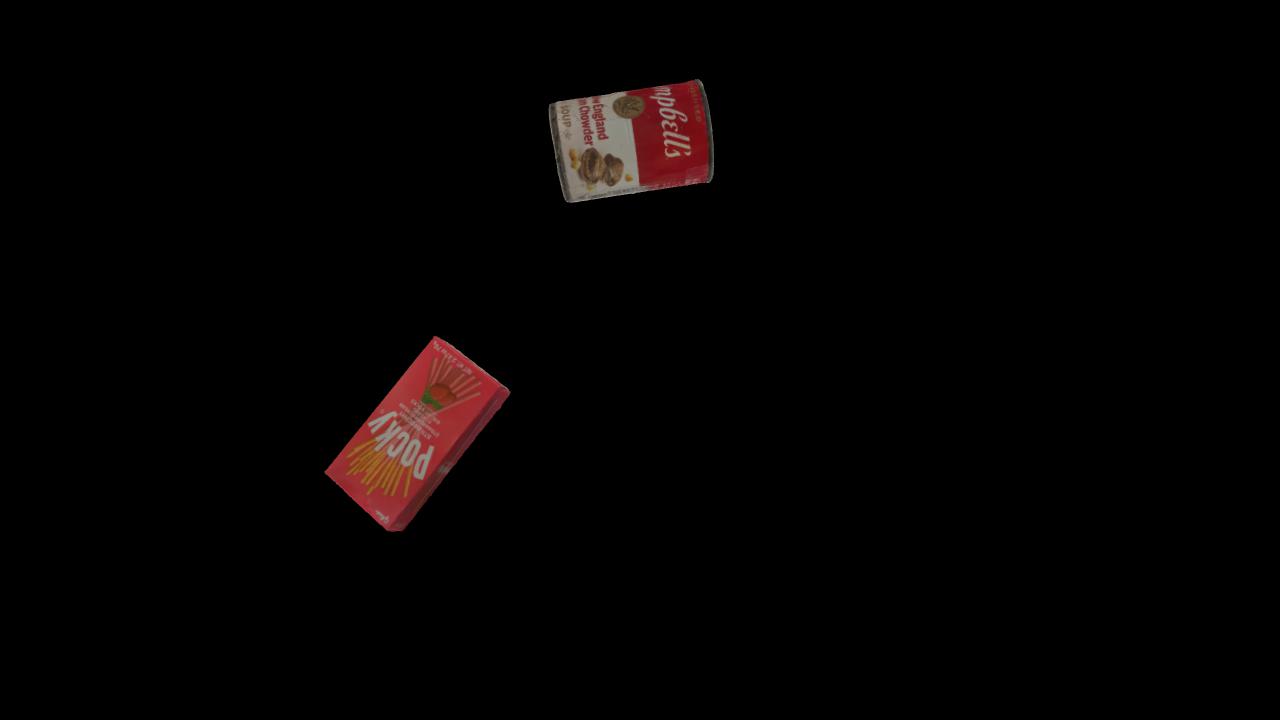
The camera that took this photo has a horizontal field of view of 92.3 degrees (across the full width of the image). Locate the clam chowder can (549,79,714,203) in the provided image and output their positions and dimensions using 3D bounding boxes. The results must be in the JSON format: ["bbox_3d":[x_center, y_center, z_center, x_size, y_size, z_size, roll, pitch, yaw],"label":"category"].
[{"bbox_3d":[-0.006,-0.148,0.420,0.102,0.068,0.068,-9,0,0],"label":"clam chowder can"}]

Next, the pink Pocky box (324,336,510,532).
[{"bbox_3d":[-0.195,0.064,0.543,0.084,0.155,0.029,35,-8,16],"label":"pink Pocky box"}]
